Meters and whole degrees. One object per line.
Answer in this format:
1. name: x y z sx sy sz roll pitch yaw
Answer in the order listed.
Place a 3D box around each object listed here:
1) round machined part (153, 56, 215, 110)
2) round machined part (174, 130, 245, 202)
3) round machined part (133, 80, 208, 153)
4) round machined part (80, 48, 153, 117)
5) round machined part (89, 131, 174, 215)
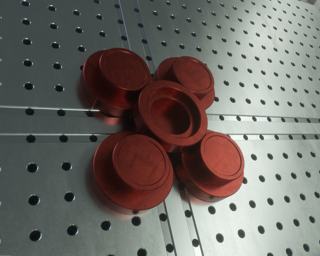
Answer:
1. round machined part: 0.041 -0.068 0.462 0.099 0.042 0.098 14 56 -21
2. round machined part: 0.072 0.044 0.410 0.099 0.042 0.098 14 56 -21
3. round machined part: 0.010 -0.011 0.409 0.099 0.042 0.098 14 56 -21
4. round machined part: -0.052 -0.067 0.410 0.099 0.042 0.098 14 56 -21
5. round machined part: -0.028 0.046 0.356 0.099 0.042 0.098 14 56 -21
